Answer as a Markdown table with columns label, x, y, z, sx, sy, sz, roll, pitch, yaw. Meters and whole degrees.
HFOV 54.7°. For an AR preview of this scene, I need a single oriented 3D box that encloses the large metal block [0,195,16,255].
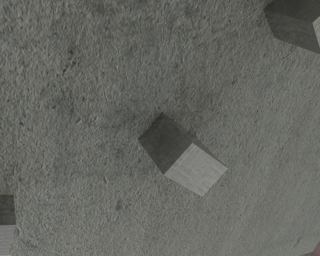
| label | x | y | z | sx | sy | sz | roll | pitch | yaw |
| --- | --- | --- | --- | --- | --- | --- | --- | --- | --- |
| large metal block | -0.215 | 0.123 | 0.349 | 0.081 | 0.050 | 0.079 | 9 | 114 | -32 |

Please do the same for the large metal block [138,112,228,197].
| label | x | y | z | sx | sy | sz | roll | pitch | yaw |
| --- | --- | --- | --- | --- | --- | --- | --- | --- | --- |
| large metal block | 0.029 | 0.034 | 0.408 | 0.050 | 0.080 | 0.080 | -49 | 129 | 7 |

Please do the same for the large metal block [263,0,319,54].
| label | x | y | z | sx | sy | sz | roll | pitch | yaw |
| --- | --- | --- | --- | --- | --- | --- | --- | --- | --- |
| large metal block | 0.193 | -0.147 | 0.385 | 0.080 | 0.080 | 0.050 | -43 | 129 | 1 |
